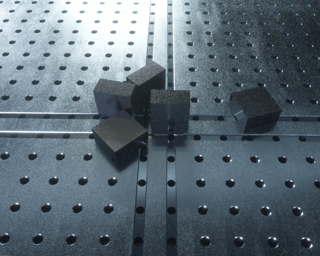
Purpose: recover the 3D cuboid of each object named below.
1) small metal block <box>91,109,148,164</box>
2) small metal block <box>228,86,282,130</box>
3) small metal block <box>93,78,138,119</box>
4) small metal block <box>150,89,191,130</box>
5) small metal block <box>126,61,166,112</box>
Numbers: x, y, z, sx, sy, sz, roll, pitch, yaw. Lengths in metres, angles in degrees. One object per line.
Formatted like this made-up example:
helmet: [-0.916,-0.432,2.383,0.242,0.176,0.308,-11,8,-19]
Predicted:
small metal block: [-0.051,0.010,0.400,0.050,0.025,0.050,-34,58,-25]
small metal block: [0.131,-0.028,0.432,0.050,0.025,0.050,-13,51,-11]
small metal block: [-0.059,-0.037,0.422,0.050,0.050,0.025,10,51,9]
small metal block: [0.013,-0.024,0.412,0.050,0.050,0.025,1,50,1]
small metal block: [-0.019,-0.059,0.441,0.050,0.050,0.025,-37,59,-27]
